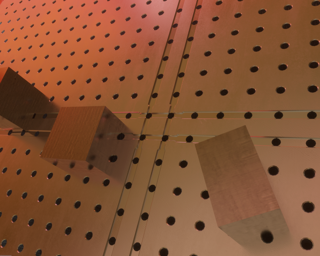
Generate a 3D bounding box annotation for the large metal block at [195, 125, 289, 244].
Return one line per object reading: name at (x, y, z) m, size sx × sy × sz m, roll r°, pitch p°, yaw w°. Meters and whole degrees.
large metal block at (0.079, 0.057, 0.296) m, size 0.050 × 0.080 × 0.080 m, roll -22°, pitch 54°, yaw 15°

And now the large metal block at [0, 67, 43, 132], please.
large metal block at (-0.264, -0.047, 0.537) m, size 0.050 × 0.080 × 0.080 m, roll -2°, pitch 61°, yaw 27°

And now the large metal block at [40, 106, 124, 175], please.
large metal block at (-0.108, 0.017, 0.437) m, size 0.080 × 0.050 × 0.080 m, roll 1°, pitch 62°, yaw 28°
